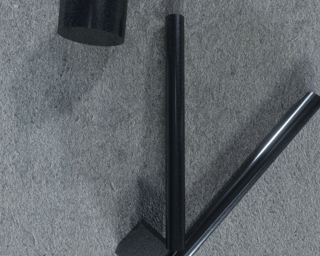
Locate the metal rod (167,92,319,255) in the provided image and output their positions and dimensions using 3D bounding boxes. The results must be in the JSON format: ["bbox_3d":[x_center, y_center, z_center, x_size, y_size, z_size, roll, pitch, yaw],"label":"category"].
[{"bbox_3d":[0.109,0.073,0.410,0.025,0.025,0.300,41,90,0],"label":"metal rod"}]

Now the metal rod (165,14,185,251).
[{"bbox_3d":[0.020,0.003,0.401,0.025,0.025,0.298,0,87,0],"label":"metal rod"}]

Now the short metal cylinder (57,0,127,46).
[{"bbox_3d":[-0.082,-0.136,0.382,0.081,0.080,0.050,5,90,0],"label":"short metal cylinder"}]

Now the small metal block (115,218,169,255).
[{"bbox_3d":[-0.022,0.158,0.410,0.050,0.025,0.050,42,90,0],"label":"small metal block"}]
